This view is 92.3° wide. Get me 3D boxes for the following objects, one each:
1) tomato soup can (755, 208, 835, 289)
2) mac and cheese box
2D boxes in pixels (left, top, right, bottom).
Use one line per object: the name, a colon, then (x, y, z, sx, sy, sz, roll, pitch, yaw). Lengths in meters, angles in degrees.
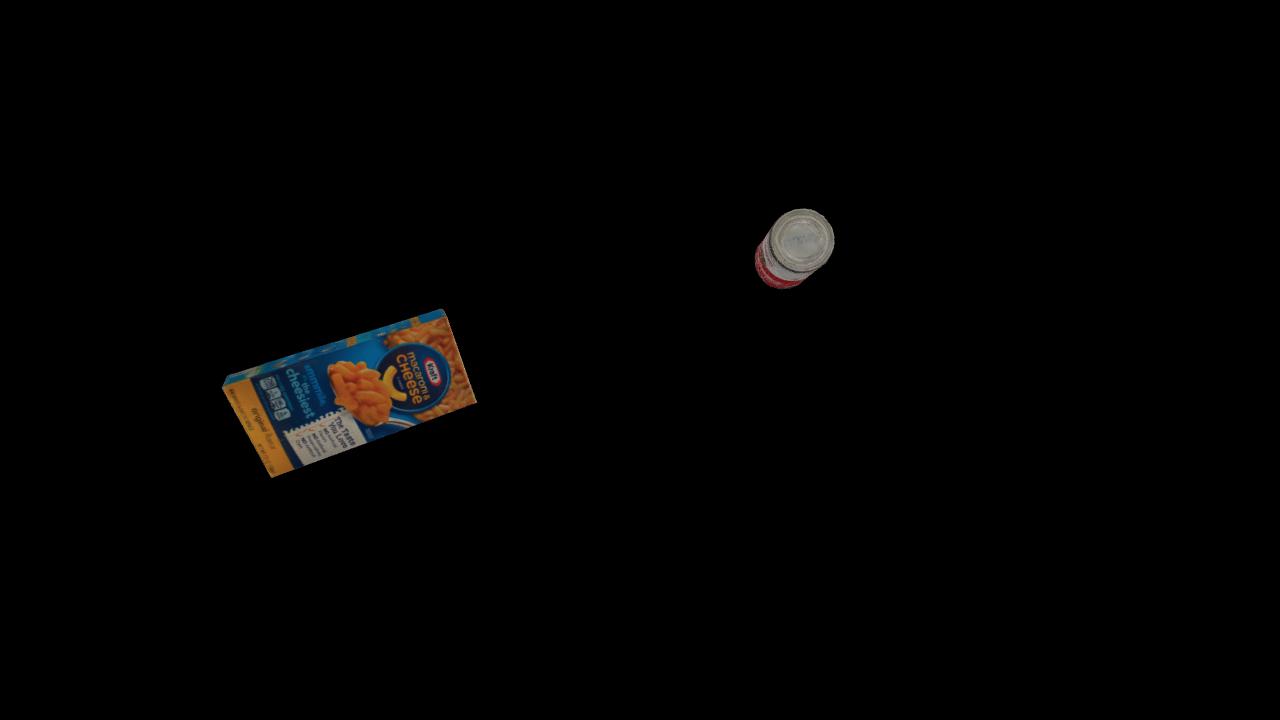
tomato soup can: (0.165, -0.118, 0.667, 0.068, 0.068, 0.101, 0, -2, 2)
mac and cheese box: (-0.251, 0.027, 0.551, 0.184, 0.093, 0.041, -21, 23, -18)
